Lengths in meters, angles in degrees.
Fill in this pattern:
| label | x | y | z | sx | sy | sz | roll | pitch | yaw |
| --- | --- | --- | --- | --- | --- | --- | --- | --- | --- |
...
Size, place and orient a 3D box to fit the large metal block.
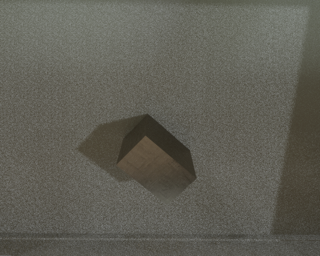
| label | x | y | z | sx | sy | sz | roll | pitch | yaw |
| --- | --- | --- | --- | --- | --- | --- | --- | --- | --- |
| large metal block | -0.004 | 0.037 | 0.396 | 0.080 | 0.080 | 0.050 | 41 | 105 | -14 |
